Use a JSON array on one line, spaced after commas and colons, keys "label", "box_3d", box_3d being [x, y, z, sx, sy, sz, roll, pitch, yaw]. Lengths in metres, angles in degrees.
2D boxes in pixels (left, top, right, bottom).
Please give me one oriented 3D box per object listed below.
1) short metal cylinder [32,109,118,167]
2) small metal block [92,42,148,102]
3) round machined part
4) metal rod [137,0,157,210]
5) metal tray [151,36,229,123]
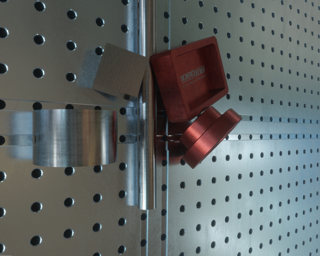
[{"label": "short metal cylinder", "box_3d": [-0.082, 0.008, 0.306, 0.081, 0.080, 0.050, -1, 91, -40]}, {"label": "small metal block", "box_3d": [-0.046, -0.064, 0.360, 0.050, 0.025, 0.050, 17, 78, -15]}, {"label": "round machined part", "box_3d": [0.065, 0.008, 0.432, 0.042, 0.097, 0.099, 44, 56, 11]}, {"label": "metal rod", "box_3d": [-0.017, -0.048, 0.396, 0.025, 0.025, 0.298, 0, 90, -40]}, {"label": "metal tray", "box_3d": [0.047, -0.071, 0.429, 0.131, 0.030, 0.089, -33, 112, -49]}]
